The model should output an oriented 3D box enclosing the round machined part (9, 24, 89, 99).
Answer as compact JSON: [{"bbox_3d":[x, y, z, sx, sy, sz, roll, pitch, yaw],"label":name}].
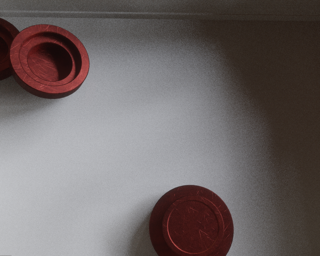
[{"bbox_3d":[-0.149,-0.085,0.417,0.099,0.042,0.098,8,72,-26],"label":"round machined part"}]

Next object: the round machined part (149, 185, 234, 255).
[{"bbox_3d":[0.037,0.115,0.359,0.099,0.042,0.098,0,70,0],"label":"round machined part"}]

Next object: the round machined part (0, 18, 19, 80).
[{"bbox_3d":[-0.240,-0.104,0.427,0.099,0.042,0.098,8,64,-16],"label":"round machined part"}]
